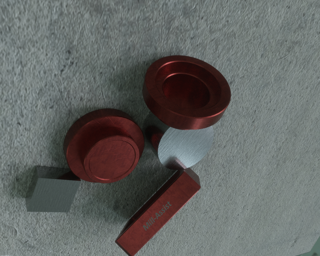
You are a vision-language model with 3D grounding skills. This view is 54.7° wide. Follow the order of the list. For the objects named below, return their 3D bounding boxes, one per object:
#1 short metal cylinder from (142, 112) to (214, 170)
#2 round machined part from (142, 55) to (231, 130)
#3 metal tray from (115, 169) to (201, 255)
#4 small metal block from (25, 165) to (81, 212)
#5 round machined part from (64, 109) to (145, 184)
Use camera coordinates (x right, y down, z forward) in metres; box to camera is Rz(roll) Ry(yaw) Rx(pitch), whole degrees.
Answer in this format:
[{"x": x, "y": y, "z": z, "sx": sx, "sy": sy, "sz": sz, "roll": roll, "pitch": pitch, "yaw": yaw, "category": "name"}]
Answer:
[{"x": 0.023, "y": 0.008, "z": 0.410, "sx": 0.081, "sy": 0.050, "sz": 0.079, "roll": -14, "pitch": 125, "yaw": -21, "category": "short metal cylinder"}, {"x": 0.028, "y": -0.036, "z": 0.360, "sx": 0.099, "sy": 0.098, "sz": 0.042, "roll": -12, "pitch": 147, "yaw": -22, "category": "round machined part"}, {"x": 0.000, "y": 0.111, "z": 0.437, "sx": 0.030, "sy": 0.090, "sz": 0.130, "roll": 44, "pitch": 94, "yaw": 3, "category": "metal tray"}, {"x": -0.132, "y": 0.076, "z": 0.383, "sx": 0.050, "sy": 0.025, "sz": 0.050, "roll": 12, "pitch": 113, "yaw": -34, "category": "small metal block"}, {"x": -0.064, "y": 0.029, "z": 0.380, "sx": 0.099, "sy": 0.042, "sz": 0.097, "roll": -14, "pitch": 124, "yaw": -21, "category": "round machined part"}]
